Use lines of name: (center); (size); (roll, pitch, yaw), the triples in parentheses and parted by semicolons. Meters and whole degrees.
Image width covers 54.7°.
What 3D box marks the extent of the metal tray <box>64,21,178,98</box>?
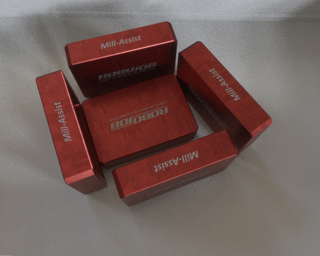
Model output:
metal tray: (-0.046, -0.085, 0.404); (0.131, 0.090, 0.030); (-15, 71, -6)

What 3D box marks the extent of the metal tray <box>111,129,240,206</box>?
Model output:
metal tray: (0.017, 0.049, 0.355); (0.131, 0.090, 0.030); (-19, 72, -7)

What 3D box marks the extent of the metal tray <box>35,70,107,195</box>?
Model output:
metal tray: (-0.103, 0.008, 0.369); (0.030, 0.090, 0.130); (-20, 72, -7)

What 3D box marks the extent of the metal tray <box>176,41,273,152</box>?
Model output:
metal tray: (0.072, -0.034, 0.387); (0.030, 0.090, 0.130); (-35, 74, -11)

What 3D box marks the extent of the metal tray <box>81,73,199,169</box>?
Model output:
metal tray: (-0.027, -0.011, 0.408); (0.131, 0.030, 0.090); (-19, 71, -7)
